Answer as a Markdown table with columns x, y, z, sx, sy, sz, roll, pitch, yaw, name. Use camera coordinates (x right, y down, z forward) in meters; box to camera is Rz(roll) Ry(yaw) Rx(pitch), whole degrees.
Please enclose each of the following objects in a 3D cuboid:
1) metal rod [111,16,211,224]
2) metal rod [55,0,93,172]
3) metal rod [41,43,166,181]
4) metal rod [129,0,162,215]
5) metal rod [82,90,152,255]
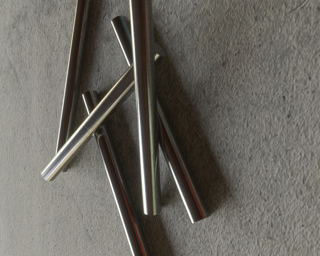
| x | y | z | sx | sy | sz | roll | pitch | yaw | name |
| --- | --- | --- | --- | --- | --- | --- | --- | --- | --- |
| -0.006 | -0.024 | 0.409 | 0.025 | 0.025 | 0.299 | -35 | 69 | 34 | metal rod |
| -0.149 | -0.070 | 0.528 | 0.025 | 0.025 | 0.298 | 18 | 101 | 38 | metal rod |
| -0.096 | -0.008 | 0.450 | 0.299 | 0.025 | 0.025 | -43 | 64 | 31 | metal rod |
| -0.016 | -0.032 | 0.370 | 0.025 | 0.025 | 0.298 | 12 | 113 | 39 | metal rod |
| -0.061 | 0.080 | 0.455 | 0.025 | 0.025 | 0.299 | -33 | 70 | 35 | metal rod |
